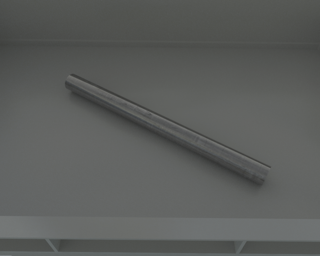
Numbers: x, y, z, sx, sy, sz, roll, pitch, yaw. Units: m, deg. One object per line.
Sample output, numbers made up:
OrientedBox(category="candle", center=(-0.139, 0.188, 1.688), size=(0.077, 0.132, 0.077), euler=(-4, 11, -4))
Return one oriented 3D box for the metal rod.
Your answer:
OrientedBox(category="metal rod", center=(-0.004, -0.007, 0.408), size=(0.301, 0.025, 0.025), euler=(26, 55, 20))
